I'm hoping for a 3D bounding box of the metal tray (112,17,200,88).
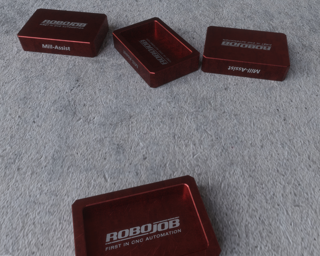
[{"bbox_3d":[-0.008,-0.128,0.506,0.091,0.030,0.130,-26,55,-20],"label":"metal tray"}]

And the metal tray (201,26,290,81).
[{"bbox_3d":[0.138,-0.123,0.504,0.131,0.030,0.090,8,50,6],"label":"metal tray"}]

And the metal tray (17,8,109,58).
[{"bbox_3d":[-0.165,-0.167,0.539,0.131,0.030,0.090,7,50,5],"label":"metal tray"}]

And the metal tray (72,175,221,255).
[{"bbox_3d":[-0.017,0.105,0.311,0.131,0.030,0.090,-11,51,-9],"label":"metal tray"}]
